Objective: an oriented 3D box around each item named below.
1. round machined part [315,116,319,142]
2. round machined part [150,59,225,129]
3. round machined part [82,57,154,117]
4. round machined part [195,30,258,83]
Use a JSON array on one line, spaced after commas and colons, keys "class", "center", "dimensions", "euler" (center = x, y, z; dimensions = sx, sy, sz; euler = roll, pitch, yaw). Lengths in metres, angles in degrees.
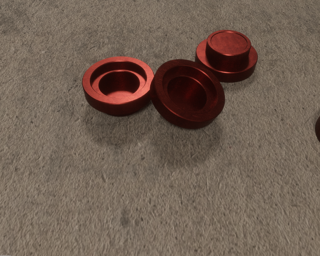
[{"class": "round machined part", "center": [0.258, -0.001, 0.397], "dimensions": [0.099, 0.042, 0.098], "euler": [0, 50, 0]}, {"class": "round machined part", "center": [0.033, -0.041, 0.414], "dimensions": [0.099, 0.042, 0.098], "euler": [10, 58, -16]}, {"class": "round machined part", "center": [-0.056, -0.054, 0.437], "dimensions": [0.099, 0.042, 0.098], "euler": [0, 50, 0]}, {"class": "round machined part", "center": [0.107, -0.120, 0.495], "dimensions": [0.099, 0.042, 0.098], "euler": [0, 50, 0]}]
